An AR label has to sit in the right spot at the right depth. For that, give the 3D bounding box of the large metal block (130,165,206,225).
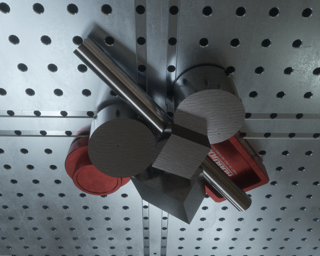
[{"bbox_3d":[0.013,0.079,0.423,0.080,0.050,0.080,22,152,25],"label":"large metal block"}]

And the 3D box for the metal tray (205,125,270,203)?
[{"bbox_3d":[0.088,0.050,0.447,0.090,0.030,0.130,-29,125,22],"label":"metal tray"}]

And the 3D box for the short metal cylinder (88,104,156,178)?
[{"bbox_3d":[-0.048,0.015,0.388,0.081,0.050,0.079,-3,114,-8],"label":"short metal cylinder"}]

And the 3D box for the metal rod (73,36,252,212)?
[{"bbox_3d":[0.017,0.009,0.382,0.025,0.025,0.300,-35,113,26],"label":"metal rod"}]

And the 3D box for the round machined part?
[{"bbox_3d":[-0.087,0.060,0.445,0.099,0.042,0.097,0,130,0],"label":"round machined part"}]

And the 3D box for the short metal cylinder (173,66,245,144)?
[{"bbox_3d":[0.056,-0.026,0.369,0.081,0.050,0.079,0,130,0],"label":"short metal cylinder"}]

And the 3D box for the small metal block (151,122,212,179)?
[{"bbox_3d":[0.024,0.027,0.361,0.050,0.025,0.050,21,119,-17],"label":"small metal block"}]
